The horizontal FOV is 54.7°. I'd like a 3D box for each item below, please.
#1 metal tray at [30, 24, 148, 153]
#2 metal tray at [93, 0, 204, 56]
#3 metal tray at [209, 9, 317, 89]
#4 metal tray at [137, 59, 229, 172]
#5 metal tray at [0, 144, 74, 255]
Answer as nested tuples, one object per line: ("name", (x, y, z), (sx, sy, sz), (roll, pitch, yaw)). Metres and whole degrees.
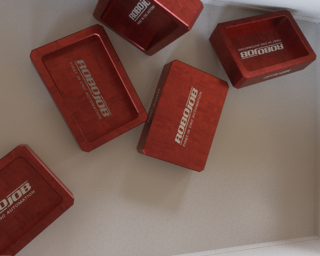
("metal tray", (-0.084, -0.047, 0.376), (0.091, 0.030, 0.129), (-30, 100, -18))
("metal tray", (-0.020, -0.131, 0.347), (0.090, 0.130, 0.030), (32, 80, -17))
("metal tray", (0.147, -0.115, 0.444), (0.131, 0.030, 0.090), (-18, 75, -20))
("metal tray", (0.032, -0.015, 0.420), (0.091, 0.030, 0.129), (20, 83, -19))
("metal tray", (-0.175, 0.091, 0.343), (0.130, 0.030, 0.090), (-41, 103, -15))
